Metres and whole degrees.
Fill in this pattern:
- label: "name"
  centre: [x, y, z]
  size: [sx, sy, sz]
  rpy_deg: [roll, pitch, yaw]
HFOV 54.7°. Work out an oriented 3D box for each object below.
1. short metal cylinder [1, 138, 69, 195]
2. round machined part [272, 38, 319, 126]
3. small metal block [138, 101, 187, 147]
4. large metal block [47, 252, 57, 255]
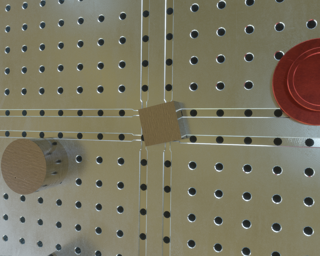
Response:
- label: "short metal cylinder"
  centre: [-0.186, 0.055, 0.463]
  size: [0.080, 0.050, 0.079]
  rpy_deg: [0, 90, 19]
- label: "round machined part"
  centre: [0.176, -0.051, 0.342]
  size: [0.098, 0.042, 0.097]
  rpy_deg: [0, 90, 19]
- label: "small metal block"
  centre: [0.003, -0.005, 0.411]
  size: [0.050, 0.025, 0.050]
  rpy_deg: [-13, 86, 19]
- label: "large metal block"
  centre: [-0.184, 0.240, 0.447]
  size: [0.050, 0.080, 0.080]
  rpy_deg: [41, 103, 15]
